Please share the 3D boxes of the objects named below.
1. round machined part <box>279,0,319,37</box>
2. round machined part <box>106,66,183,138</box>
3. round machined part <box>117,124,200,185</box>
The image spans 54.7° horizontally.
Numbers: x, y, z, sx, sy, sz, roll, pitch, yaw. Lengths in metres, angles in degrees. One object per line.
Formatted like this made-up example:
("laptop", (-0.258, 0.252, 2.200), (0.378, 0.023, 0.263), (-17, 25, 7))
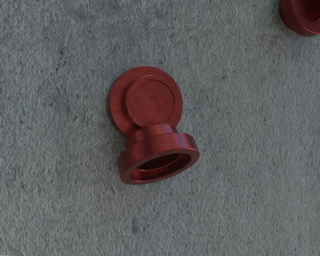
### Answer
("round machined part", (0.227, -0.190, 0.483), (0.099, 0.042, 0.097), (0, 90, -20))
("round machined part", (-0.015, -0.030, 0.394), (0.099, 0.042, 0.097), (0, 90, -20))
("round machined part", (-0.005, 0.030, 0.377), (0.099, 0.097, 0.042), (-9, 63, -20))
